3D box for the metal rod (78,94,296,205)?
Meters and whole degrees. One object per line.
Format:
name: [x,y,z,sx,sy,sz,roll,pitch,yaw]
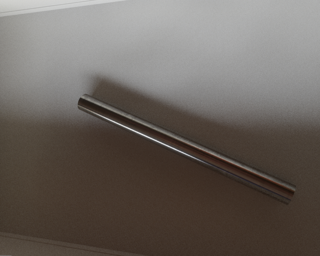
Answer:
metal rod: [0.020,0.020,0.402,0.301,0.025,0.025,24,98,18]
